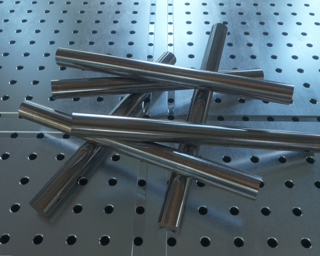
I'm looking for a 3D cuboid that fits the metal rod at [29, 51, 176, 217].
[{"bbox_3d":[-0.058,-0.013,0.418,0.025,0.025,0.301,23,54,18],"label":"metal rod"}]

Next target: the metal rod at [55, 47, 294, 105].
[{"bbox_3d":[0.010,-0.068,0.394,0.301,0.025,0.025,11,51,10],"label":"metal rod"}]

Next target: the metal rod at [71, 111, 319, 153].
[{"bbox_3d":[0.056,0.008,0.352,0.302,0.025,0.025,5,49,-16],"label":"metal rod"}]

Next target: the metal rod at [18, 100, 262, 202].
[{"bbox_3d":[-0.039,0.018,0.353,0.301,0.025,0.025,17,52,20],"label":"metal rod"}]

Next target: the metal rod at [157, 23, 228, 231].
[{"bbox_3d":[0.049,-0.023,0.394,0.025,0.025,0.300,12,61,10],"label":"metal rod"}]

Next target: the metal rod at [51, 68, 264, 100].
[{"bbox_3d":[0.008,-0.064,0.435,0.302,0.025,0.025,-6,50,-16],"label":"metal rod"}]
